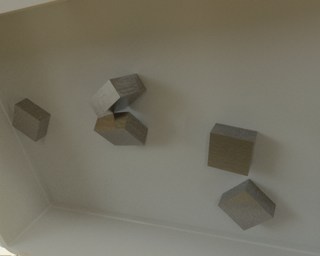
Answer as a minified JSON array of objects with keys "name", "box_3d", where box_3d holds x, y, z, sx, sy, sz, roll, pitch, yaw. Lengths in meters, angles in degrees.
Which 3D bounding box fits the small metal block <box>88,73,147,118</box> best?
[{"name":"small metal block","box_3d":[-0.054,-0.041,0.392,0.050,0.050,0.025,-37,84,38]}]

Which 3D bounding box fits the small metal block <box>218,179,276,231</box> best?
[{"name":"small metal block","box_3d":[0.115,0.102,0.411,0.050,0.025,0.050,44,129,-3]}]

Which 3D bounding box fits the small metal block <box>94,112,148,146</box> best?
[{"name":"small metal block","box_3d":[-0.052,0.002,0.422,0.050,0.025,0.050,-3,152,29]}]

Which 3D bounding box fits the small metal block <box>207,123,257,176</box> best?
[{"name":"small metal block","box_3d":[0.088,0.026,0.378,0.050,0.025,0.050,13,124,21]}]

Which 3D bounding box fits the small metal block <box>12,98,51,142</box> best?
[{"name":"small metal block","box_3d":[-0.214,-0.013,0.514,0.050,0.025,0.050,33,129,6]}]
